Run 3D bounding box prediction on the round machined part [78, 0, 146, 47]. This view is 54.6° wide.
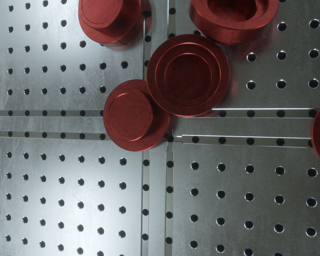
[{"bbox_3d":[-0.072,-0.166,0.430,0.098,0.042,0.097,0,90,20],"label":"round machined part"}]

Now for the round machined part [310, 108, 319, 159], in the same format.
[{"bbox_3d":[0.215,0.006,0.327,0.098,0.042,0.097,0,90,20],"label":"round machined part"}]

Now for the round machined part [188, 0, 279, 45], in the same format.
[{"bbox_3d":[0.081,-0.136,0.359,0.099,0.042,0.098,1,64,-2],"label":"round machined part"}]

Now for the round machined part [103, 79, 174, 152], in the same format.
[{"bbox_3d":[-0.034,-0.017,0.416,0.098,0.042,0.097,0,90,20],"label":"round machined part"}]

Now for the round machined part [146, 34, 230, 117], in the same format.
[{"bbox_3d":[0.035,-0.062,0.384,0.098,0.042,0.097,0,90,7],"label":"round machined part"}]
